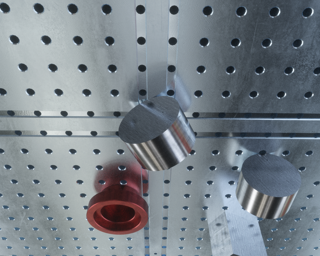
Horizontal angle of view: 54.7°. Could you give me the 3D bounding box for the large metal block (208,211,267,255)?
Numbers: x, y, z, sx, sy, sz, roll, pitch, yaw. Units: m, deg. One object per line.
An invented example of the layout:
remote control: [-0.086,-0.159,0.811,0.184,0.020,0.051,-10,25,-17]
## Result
large metal block: [0.139,0.207,0.553,0.080,0.080,0.050,25,126,-20]

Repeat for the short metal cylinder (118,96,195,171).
short metal cylinder: [-0.003,0.006,0.380,0.080,0.080,0.050,-20,128,16]

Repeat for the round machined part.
round machined part: [-0.068,0.132,0.512,0.099,0.042,0.097,0,130,0]

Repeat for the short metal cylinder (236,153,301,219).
short metal cylinder: [0.154,0.083,0.447,0.081,0.080,0.050,1,130,-1]
